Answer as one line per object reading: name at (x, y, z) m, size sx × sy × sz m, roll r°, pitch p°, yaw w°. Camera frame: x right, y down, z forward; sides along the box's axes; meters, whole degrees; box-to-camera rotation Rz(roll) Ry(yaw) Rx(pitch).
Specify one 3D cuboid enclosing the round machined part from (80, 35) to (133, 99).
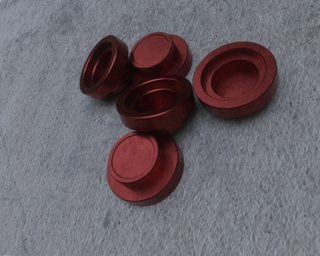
round machined part at (-0.078, -0.088, 0.474) m, size 0.098 × 0.042 × 0.098 m, roll -27°, pitch 51°, yaw 39°

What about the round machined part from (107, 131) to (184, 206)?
round machined part at (-0.024, 0.042, 0.379) m, size 0.098 × 0.042 × 0.098 m, roll -13°, pitch 56°, yaw 20°

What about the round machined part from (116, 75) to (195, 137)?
round machined part at (-0.003, -0.026, 0.397) m, size 0.098 × 0.042 × 0.098 m, roll -12°, pitch 35°, yaw 9°

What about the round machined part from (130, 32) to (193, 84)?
round machined part at (-0.005, -0.103, 0.458) m, size 0.098 × 0.042 × 0.098 m, roll -13°, pitch 56°, yaw 20°

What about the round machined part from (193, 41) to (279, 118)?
round machined part at (0.093, -0.054, 0.378) m, size 0.098 × 0.042 × 0.098 m, roll -13°, pitch 56°, yaw 20°
